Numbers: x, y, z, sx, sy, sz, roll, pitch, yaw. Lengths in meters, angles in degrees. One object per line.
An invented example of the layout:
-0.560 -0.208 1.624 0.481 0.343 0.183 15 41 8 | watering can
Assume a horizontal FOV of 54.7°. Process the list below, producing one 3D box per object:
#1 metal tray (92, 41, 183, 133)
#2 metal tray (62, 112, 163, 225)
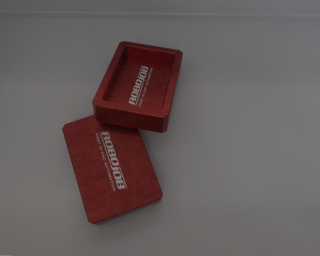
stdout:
-0.024 -0.058 0.405 0.090 0.030 0.130 10 50 4 | metal tray
-0.060 0.044 0.390 0.091 0.030 0.130 -19 71 -7 | metal tray
